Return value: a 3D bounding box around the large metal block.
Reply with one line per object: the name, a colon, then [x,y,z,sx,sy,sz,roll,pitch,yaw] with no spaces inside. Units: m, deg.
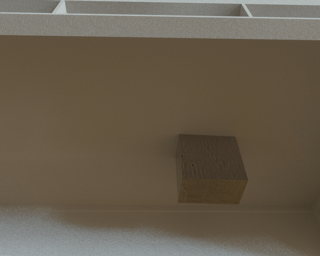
large metal block: [0.065,0.055,0.421,0.081,0.080,0.050,3,130,-3]
